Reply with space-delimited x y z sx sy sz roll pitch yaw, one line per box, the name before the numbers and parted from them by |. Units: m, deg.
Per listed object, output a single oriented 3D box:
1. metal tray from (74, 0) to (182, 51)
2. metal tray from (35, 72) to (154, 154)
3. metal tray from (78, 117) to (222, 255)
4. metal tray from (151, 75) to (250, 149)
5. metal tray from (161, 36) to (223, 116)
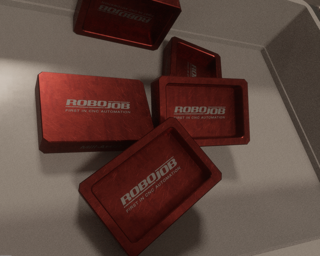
metal tray | -0.047 -0.161 0.438 0.131 0.090 0.030 6 60 -26
metal tray | -0.077 -0.018 0.373 0.131 0.030 0.090 0 62 -29
metal tray | -0.009 0.060 0.336 0.131 0.030 0.090 -37 84 -21
metal tray | 0.055 -0.020 0.412 0.131 0.030 0.089 -1 88 -21
metal tray | 0.050 -0.072 0.475 0.091 0.030 0.130 17 55 -19
